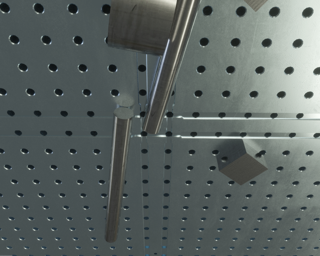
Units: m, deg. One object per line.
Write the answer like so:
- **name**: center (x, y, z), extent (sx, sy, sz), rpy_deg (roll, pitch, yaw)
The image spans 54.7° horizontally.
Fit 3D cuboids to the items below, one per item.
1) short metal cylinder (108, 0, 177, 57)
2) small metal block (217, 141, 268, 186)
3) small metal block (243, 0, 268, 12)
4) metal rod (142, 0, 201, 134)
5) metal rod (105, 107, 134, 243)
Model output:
- **short metal cylinder**: center (-0.016, -0.109, 0.282), extent (0.050, 0.080, 0.079), rpy_deg (9, 130, -8)
- **small metal block**: center (0.121, 0.053, 0.458), extent (0.050, 0.025, 0.050), rpy_deg (34, 122, -26)
- **small metal block**: center (0.090, -0.147, 0.287), extent (0.050, 0.025, 0.050), rpy_deg (32, 123, -25)
- **metal rod**: center (0.023, -0.111, 0.317), extent (0.025, 0.025, 0.298), rpy_deg (10, 130, -9)
- **metal rod**: center (-0.069, 0.093, 0.489), extent (0.025, 0.025, 0.298), rpy_deg (7, 130, -6)
